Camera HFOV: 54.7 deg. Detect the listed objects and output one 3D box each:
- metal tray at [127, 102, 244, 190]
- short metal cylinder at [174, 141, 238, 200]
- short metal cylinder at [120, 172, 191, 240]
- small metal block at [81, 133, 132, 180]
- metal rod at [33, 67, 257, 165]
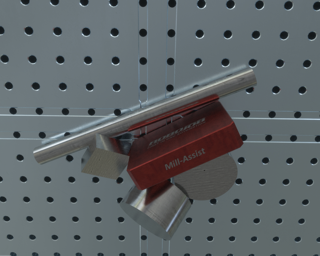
[{"bbox_3d":[0.027,0.018,0.382,0.130,0.090,0.030,-25,108,9],"label":"metal tray"},{"bbox_3d":[0.056,0.048,0.409,0.081,0.050,0.079,-2,119,-4],"label":"short metal cylinder"},{"bbox_3d":[-0.006,0.103,0.411,0.080,0.080,0.050,45,63,-15],"label":"short metal cylinder"},{"bbox_3d":[-0.071,0.039,0.410,0.050,0.025,0.050,18,126,-27],"label":"small metal block"},{"bbox_3d":[-0.024,-0.013,0.404,0.301,0.025,0.025,-20,109,7],"label":"metal rod"}]
